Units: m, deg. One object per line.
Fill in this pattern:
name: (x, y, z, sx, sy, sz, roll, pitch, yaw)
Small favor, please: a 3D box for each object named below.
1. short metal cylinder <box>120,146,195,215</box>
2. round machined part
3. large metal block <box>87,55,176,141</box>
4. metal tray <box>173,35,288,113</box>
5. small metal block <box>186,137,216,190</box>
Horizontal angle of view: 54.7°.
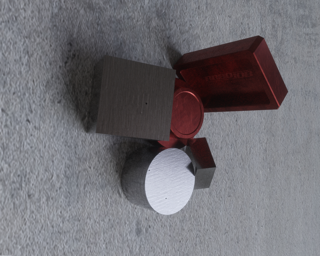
short metal cylinder: (-0.002, 0.064, 0.391, 0.081, 0.050, 0.079, 0, 90, -40)
round machined part: (0.021, -0.019, 0.416, 0.099, 0.042, 0.097, 0, 90, -40)
large metal block: (-0.033, -0.029, 0.348, 0.081, 0.050, 0.080, 7, 85, -23)
metal tray: (0.090, -0.065, 0.414, 0.030, 0.130, 0.090, -52, 121, -28)
small metal block: (0.053, 0.049, 0.422, 0.025, 0.050, 0.050, -5, 139, -10)
